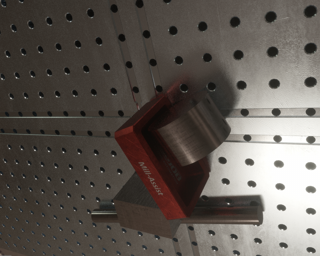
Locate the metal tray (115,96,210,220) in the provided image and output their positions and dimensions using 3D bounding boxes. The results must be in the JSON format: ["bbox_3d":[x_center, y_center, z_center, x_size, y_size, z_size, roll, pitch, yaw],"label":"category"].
[{"bbox_3d":[0.009,0.036,0.385,0.030,0.090,0.130,-20,108,35],"label":"metal tray"}]

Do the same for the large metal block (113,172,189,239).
[{"bbox_3d":[-0.007,0.101,0.441,0.080,0.080,0.050,5,121,25],"label":"large metal block"}]

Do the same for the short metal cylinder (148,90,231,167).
[{"bbox_3d":[0.033,0.000,0.357,0.080,0.080,0.050,-26,104,37],"label":"short metal cylinder"}]

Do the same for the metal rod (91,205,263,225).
[{"bbox_3d":[0.008,0.138,0.490,0.300,0.025,0.025,-10,113,32],"label":"metal rod"}]
